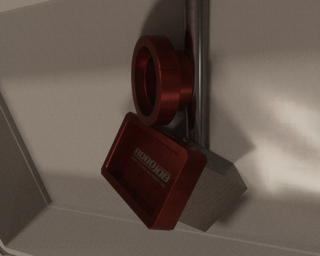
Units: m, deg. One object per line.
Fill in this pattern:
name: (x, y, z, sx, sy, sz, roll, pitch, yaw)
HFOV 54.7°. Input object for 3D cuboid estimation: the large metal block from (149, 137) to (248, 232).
large metal block: (0.043, 0.070, 0.379, 0.080, 0.050, 0.080, 28, 111, -22)

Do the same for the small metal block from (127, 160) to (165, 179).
small metal block: (-0.014, 0.049, 0.428, 0.050, 0.050, 0.025, -14, 112, 34)

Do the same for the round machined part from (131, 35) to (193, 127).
round machined part: (0.003, -0.051, 0.341, 0.098, 0.042, 0.097, 175, 90, -69)

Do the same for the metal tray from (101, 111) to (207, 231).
metal tray: (-0.014, 0.044, 0.359, 0.130, 0.030, 0.090, 33, 100, 50)

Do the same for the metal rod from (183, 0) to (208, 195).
metal rod: (0.044, -0.012, 0.377, 0.025, 0.025, 0.298, 10, 123, 22)
